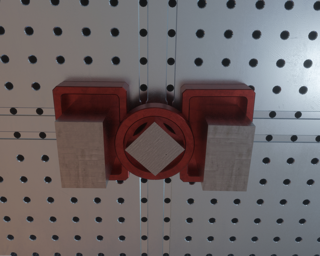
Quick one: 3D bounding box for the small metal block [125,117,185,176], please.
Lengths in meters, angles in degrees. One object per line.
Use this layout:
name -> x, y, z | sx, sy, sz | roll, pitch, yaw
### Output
small metal block -> -0.006, 0.021, 0.378 | 0.050, 0.025, 0.050 | 43, 104, -14

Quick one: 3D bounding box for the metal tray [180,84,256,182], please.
metal tray -> 0.072, 0.008, 0.413 | 0.091, 0.030, 0.129 | 0, 110, 0

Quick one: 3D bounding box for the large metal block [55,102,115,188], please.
large metal block -> -0.086, 0.017, 0.375 | 0.050, 0.080, 0.079 | 1, 110, 0

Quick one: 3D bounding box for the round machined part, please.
round machined part -> -0.007, 0.014, 0.400 | 0.099, 0.042, 0.097 | 0, 110, 0

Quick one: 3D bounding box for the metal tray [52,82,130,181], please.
metal tray -> -0.086, 0.005, 0.411 | 0.091, 0.030, 0.129 | 1, 110, -1

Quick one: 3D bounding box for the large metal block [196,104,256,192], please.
large metal block -> 0.075, 0.021, 0.378 | 0.050, 0.080, 0.079 | 1, 110, -1
